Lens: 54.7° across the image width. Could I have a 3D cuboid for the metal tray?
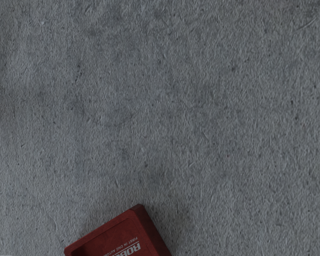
[{"bbox_3d":[-0.060,0.175,0.427,0.130,0.030,0.090,-34,79,16],"label":"metal tray"}]
